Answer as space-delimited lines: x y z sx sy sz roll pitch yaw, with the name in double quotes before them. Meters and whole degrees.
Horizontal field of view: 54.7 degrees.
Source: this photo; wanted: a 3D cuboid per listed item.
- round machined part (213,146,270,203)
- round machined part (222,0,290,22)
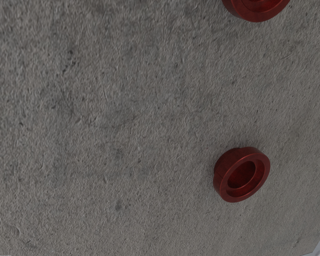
"round machined part" 0.128 0.071 0.510 0.099 0.042 0.097 -14 124 -21
"round machined part" 0.106 -0.173 0.347 0.099 0.042 0.097 -14 124 -21
